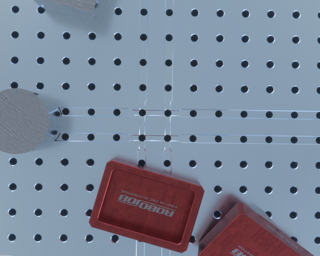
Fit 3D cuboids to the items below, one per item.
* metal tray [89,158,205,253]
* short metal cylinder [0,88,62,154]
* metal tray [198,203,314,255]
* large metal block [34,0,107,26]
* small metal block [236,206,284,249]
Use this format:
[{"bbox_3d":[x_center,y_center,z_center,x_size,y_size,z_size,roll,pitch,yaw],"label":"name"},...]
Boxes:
[{"bbox_3d":[-0.017,0.101,0.410,0.131,0.030,0.090,17,90,-1],"label":"metal tray"},{"bbox_3d":[-0.174,-0.008,0.399,0.081,0.050,0.079,0,90,-1],"label":"short metal cylinder"},{"bbox_3d":[0.126,0.169,0.399,0.130,0.030,0.090,37,108,-1],"label":"metal tray"},{"bbox_3d":[-0.109,-0.188,0.399,0.080,0.050,0.080,16,90,-1],"label":"large metal block"},{"bbox_3d":[0.134,0.143,0.415,0.050,0.025,0.050,-42,90,0],"label":"small metal block"}]
